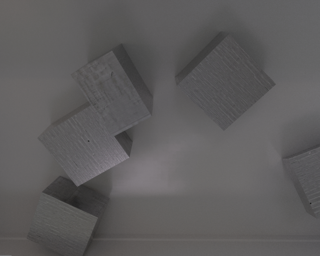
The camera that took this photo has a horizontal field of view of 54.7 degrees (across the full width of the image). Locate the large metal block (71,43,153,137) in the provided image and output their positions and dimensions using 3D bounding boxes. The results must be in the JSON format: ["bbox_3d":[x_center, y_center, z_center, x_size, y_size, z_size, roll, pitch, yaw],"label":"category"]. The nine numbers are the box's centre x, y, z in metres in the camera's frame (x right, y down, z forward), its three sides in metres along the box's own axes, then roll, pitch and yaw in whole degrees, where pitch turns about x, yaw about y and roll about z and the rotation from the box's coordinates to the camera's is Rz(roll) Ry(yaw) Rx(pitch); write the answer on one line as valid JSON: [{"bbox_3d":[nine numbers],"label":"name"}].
[{"bbox_3d":[-0.050,-0.048,0.364,0.050,0.080,0.080,-28,108,10],"label":"large metal block"}]

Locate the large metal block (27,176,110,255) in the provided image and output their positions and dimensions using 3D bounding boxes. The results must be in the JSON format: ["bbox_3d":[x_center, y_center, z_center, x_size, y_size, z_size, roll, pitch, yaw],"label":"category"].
[{"bbox_3d":[-0.128,0.127,0.437,0.080,0.050,0.079,24,108,1],"label":"large metal block"}]

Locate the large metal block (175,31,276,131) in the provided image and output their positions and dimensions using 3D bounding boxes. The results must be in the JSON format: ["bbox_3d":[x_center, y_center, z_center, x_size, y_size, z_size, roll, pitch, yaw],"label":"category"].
[{"bbox_3d":[0.076,-0.058,0.377,0.080,0.050,0.080,42,105,-14],"label":"large metal block"}]

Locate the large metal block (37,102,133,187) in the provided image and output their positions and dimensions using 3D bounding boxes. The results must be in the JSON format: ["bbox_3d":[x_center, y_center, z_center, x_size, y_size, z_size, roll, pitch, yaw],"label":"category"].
[{"bbox_3d":[-0.093,0.016,0.403,0.080,0.050,0.080,-30,108,10],"label":"large metal block"}]

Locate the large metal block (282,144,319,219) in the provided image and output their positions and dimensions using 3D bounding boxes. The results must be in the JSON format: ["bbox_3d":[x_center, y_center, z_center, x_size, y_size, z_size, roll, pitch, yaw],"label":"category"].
[{"bbox_3d":[0.220,0.062,0.406,0.080,0.050,0.080,-23,81,8],"label":"large metal block"}]
